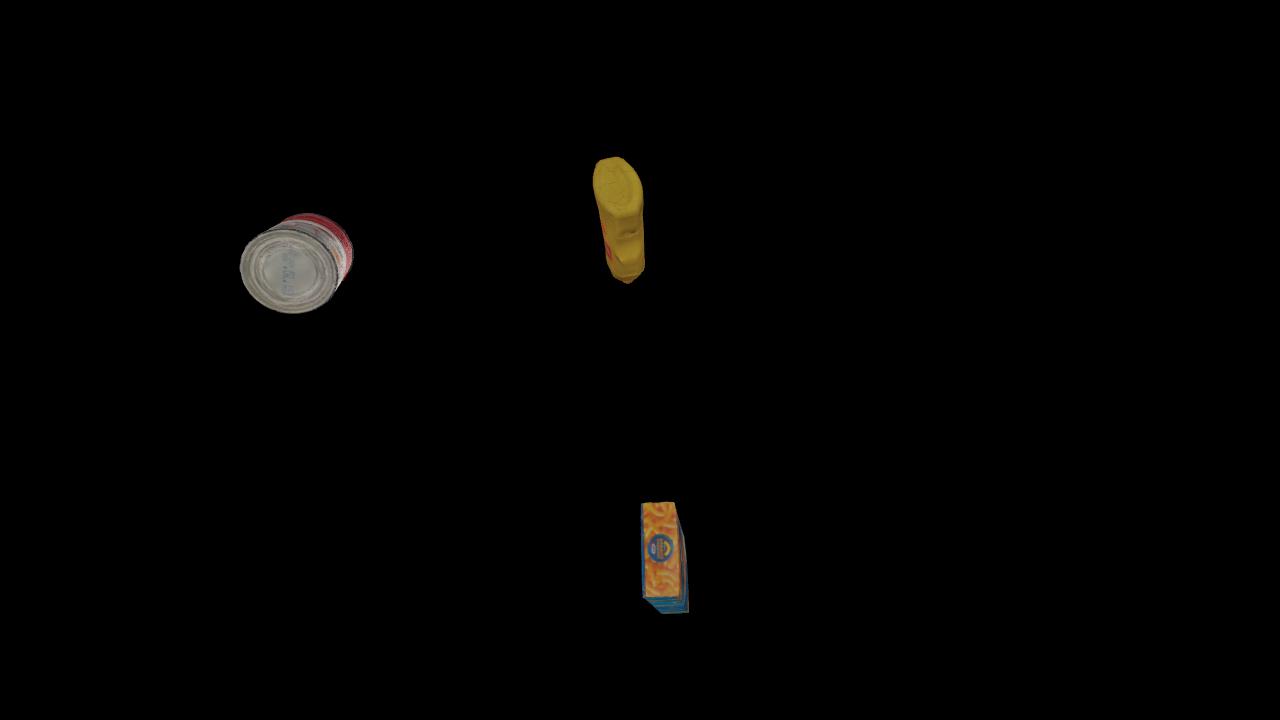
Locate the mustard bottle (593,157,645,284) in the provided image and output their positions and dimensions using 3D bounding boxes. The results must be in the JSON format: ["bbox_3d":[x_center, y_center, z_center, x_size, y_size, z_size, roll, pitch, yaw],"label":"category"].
[{"bbox_3d":[-0.020,-0.153,0.760,0.054,0.092,0.184,-20,-26,-7],"label":"mustard bottle"}]

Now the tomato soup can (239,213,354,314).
[{"bbox_3d":[-0.276,-0.081,0.504,0.068,0.068,0.101,0,19,-19],"label":"tomato soup can"}]

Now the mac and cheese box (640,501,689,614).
[{"bbox_3d":[0.029,0.224,0.678,0.041,0.093,0.184,-3,-26,6],"label":"mac and cheese box"}]
